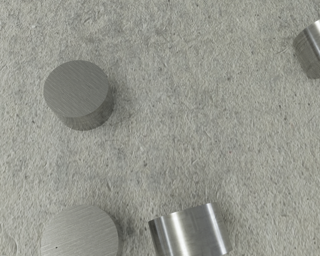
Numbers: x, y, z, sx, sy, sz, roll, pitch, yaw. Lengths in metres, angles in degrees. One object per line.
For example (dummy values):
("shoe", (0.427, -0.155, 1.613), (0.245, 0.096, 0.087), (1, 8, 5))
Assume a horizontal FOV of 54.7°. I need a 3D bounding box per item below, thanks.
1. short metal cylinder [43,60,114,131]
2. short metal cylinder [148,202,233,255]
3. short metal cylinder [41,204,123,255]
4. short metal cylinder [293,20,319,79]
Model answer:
("short metal cylinder", (-0.105, -0.042, 0.409), (0.081, 0.050, 0.080), (0, 70, 0))
("short metal cylinder", (0.032, 0.117, 0.336), (0.081, 0.080, 0.050), (-14, 71, -5))
("short metal cylinder", (-0.084, 0.129, 0.347), (0.081, 0.050, 0.080), (0, 70, 0))
("short metal cylinder", (0.230, -0.109, 0.420), (0.081, 0.080, 0.050), (-13, 71, -5))
